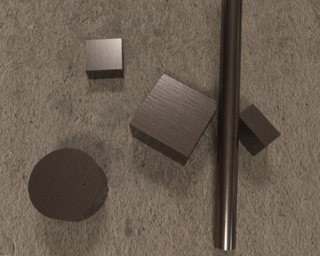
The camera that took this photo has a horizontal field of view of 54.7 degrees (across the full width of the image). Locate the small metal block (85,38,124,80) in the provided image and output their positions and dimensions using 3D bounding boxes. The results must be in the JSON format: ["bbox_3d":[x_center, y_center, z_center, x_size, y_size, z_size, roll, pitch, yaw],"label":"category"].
[{"bbox_3d":[-0.079,-0.099,0.443,0.050,0.025,0.050,-3,70,-2],"label":"small metal block"}]

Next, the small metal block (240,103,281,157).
[{"bbox_3d":[0.119,0.004,0.395,0.025,0.050,0.050,-34,74,-12],"label":"small metal block"}]

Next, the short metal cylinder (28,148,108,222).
[{"bbox_3d":[-0.106,0.069,0.368,0.081,0.050,0.080,0,70,0],"label":"short metal cylinder"}]

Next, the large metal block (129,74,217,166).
[{"bbox_3d":[0.018,-0.009,0.399,0.080,0.050,0.080,30,73,10],"label":"large metal block"}]

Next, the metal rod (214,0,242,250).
[{"bbox_3d":[0.082,-0.011,0.370,0.025,0.025,0.298,3,86,0],"label":"metal rod"}]
